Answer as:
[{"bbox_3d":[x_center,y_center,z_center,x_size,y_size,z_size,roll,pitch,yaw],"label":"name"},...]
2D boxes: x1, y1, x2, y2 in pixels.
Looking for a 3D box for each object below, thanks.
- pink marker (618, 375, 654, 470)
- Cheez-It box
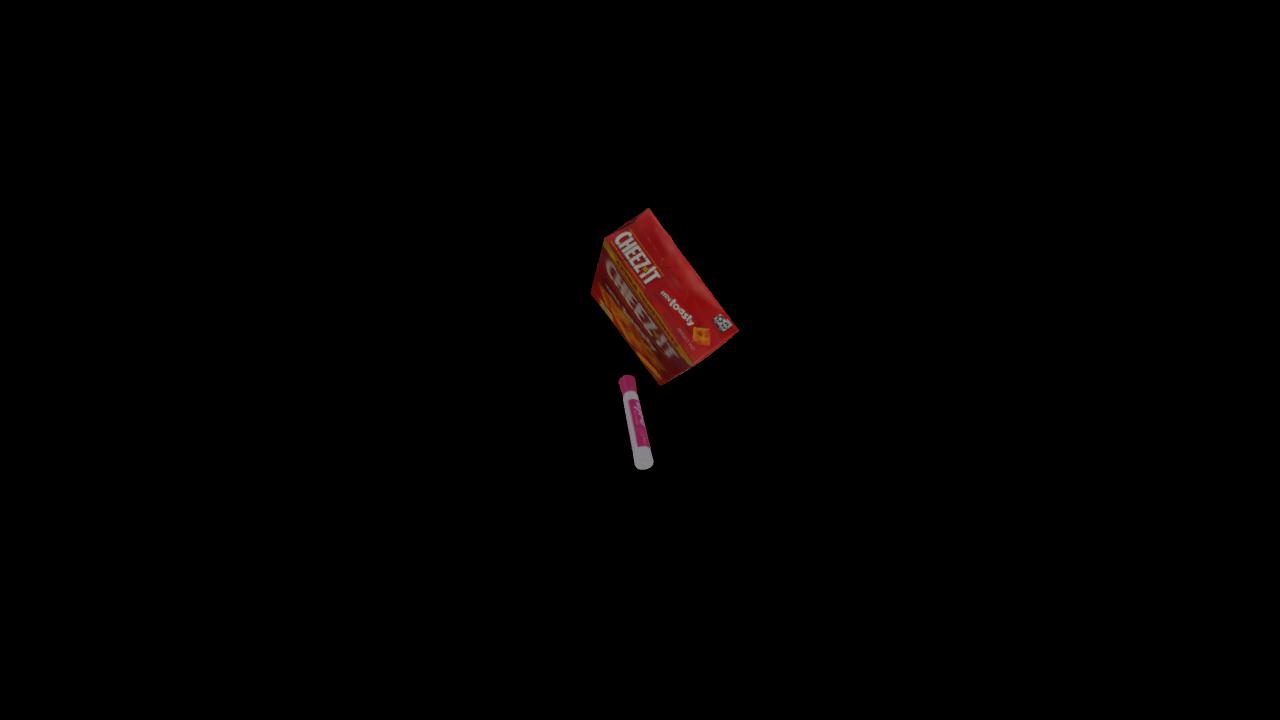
[{"bbox_3d":[-0.006,0.060,0.639,0.020,0.020,0.121,0,43,-13],"label":"pink marker"},{"bbox_3d":[0.019,-0.061,0.742,0.071,0.166,0.223,-36,-2,-12],"label":"Cheez-It box"}]
